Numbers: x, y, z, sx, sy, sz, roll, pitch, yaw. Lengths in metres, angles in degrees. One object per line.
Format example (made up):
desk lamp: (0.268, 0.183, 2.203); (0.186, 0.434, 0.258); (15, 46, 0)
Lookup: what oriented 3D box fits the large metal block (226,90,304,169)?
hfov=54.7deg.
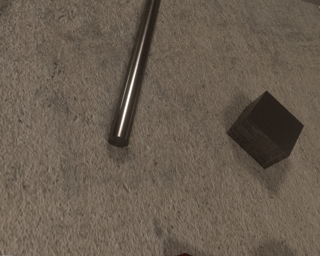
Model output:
large metal block: (0.163, 0.002, 0.477); (0.080, 0.050, 0.080); (44, 51, 2)

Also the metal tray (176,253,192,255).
metal tray: (0.039, 0.202, 0.299); (0.090, 0.030, 0.130); (27, 52, -12)

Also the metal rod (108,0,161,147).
metal rod: (-0.030, -0.105, 0.453); (0.025, 0.025, 0.300); (21, 54, -16)
